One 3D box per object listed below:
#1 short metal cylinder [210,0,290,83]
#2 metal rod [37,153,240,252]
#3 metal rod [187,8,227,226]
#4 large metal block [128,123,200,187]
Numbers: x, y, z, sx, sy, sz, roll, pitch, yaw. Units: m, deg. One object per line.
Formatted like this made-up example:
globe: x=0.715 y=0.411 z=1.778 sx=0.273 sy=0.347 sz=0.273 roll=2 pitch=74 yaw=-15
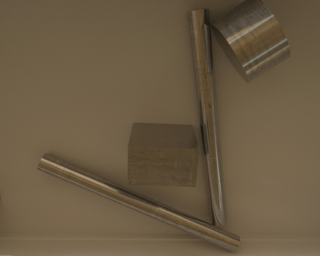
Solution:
short metal cylinder: x=0.100 y=-0.098 z=0.347 sx=0.050 sy=0.080 sz=0.080 roll=-33 pitch=107 yaw=11
metal rod: x=-0.026 y=0.108 z=0.440 sx=0.301 sy=0.025 sz=0.025 roll=24 pitch=108 yaw=-5
metal rod: x=0.066 y=0.001 z=0.412 sx=0.025 sy=0.025 sz=0.298 roll=-8 pitch=110 yaw=2
large metal block: x=0.003 y=0.031 z=0.394 sx=0.081 sy=0.080 sz=0.050 roll=2 pitch=110 yaw=-1
